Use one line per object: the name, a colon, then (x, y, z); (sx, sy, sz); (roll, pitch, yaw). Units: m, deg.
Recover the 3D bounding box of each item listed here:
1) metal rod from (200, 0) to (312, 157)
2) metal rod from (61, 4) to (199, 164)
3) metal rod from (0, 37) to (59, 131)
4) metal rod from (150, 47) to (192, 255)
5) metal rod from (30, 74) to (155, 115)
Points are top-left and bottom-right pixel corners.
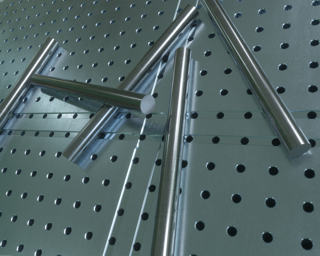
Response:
metal rod: (0.110, -0.093, 0.406); (0.025, 0.025, 0.299); (-25, 53, 12)
metal rod: (-0.040, -0.072, 0.471); (0.025, 0.025, 0.300); (32, 79, 37)
metal rod: (-0.280, -0.047, 0.581); (0.025, 0.025, 0.300); (15, 69, 34)
metal rod: (0.017, 0.020, 0.385); (0.025, 0.025, 0.299); (-7, 59, 24)
metal rod: (-0.123, -0.059, 0.482); (0.300, 0.025, 0.025); (16, 70, 42)
